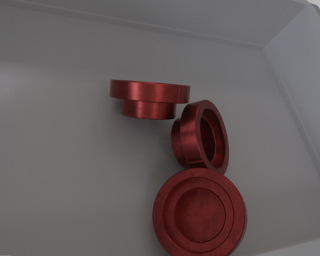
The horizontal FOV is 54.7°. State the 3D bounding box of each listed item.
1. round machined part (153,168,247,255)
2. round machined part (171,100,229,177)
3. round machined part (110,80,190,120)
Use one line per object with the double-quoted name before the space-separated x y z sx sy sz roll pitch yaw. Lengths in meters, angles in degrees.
"round machined part" 0.045 0.096 0.338 0.042 0.098 0.098 45 29 -61
"round machined part" 0.049 0.016 0.392 0.098 0.042 0.098 27 57 -52
"round machined part" -0.013 -0.035 0.386 0.099 0.098 0.042 0 100 -28
